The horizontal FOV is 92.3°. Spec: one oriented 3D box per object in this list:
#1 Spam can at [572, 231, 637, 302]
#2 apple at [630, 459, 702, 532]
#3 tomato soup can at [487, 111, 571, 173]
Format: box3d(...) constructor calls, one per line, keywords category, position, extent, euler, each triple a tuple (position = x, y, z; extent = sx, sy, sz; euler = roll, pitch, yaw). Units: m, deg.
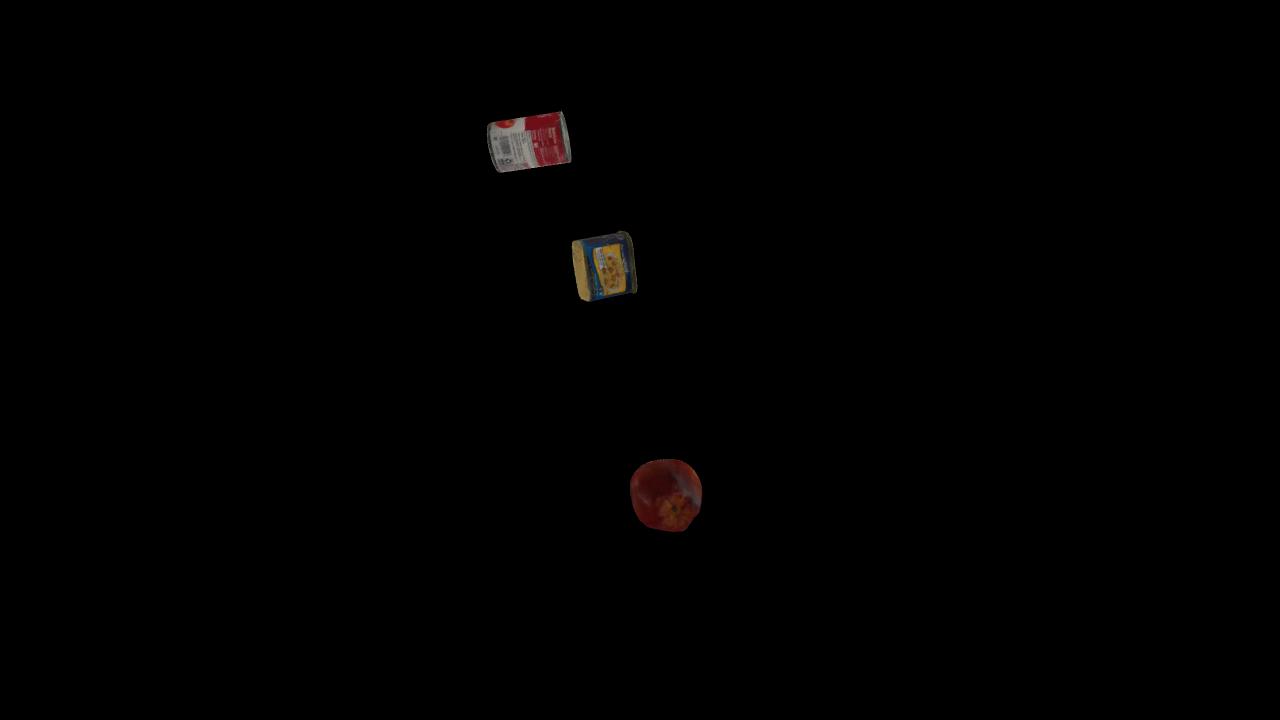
box3d(category="Spam can", position=(-0.057, -0.149, 0.985), extent=(0.085, 0.101, 0.058), euler=(-16, 21, -24))
box3d(category="apple", position=(0.028, 0.143, 0.654), extent=(0.079, 0.079, 0.093), euler=(0, 11, -6))
box3d(category="tomato soup can", position=(-0.150, -0.295, 0.838), extent=(0.101, 0.068, 0.068), euler=(-8, 0, 3))
